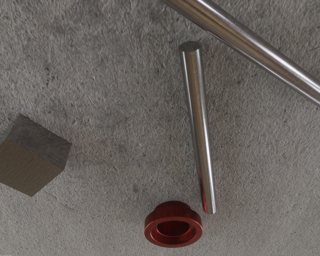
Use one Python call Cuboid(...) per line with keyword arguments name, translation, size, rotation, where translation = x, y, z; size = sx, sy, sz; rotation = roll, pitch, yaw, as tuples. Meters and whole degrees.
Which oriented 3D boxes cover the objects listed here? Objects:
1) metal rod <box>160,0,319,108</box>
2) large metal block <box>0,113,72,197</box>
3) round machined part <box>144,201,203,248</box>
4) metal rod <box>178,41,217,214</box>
Cuboid(name="metal rod", translation=(0.093, -0.084, 0.316), size=(0.302, 0.025, 0.025), rotation=(24, 126, -27))
Cuboid(name="large metal block", translation=(-0.182, 0.039, 0.422), size=(0.080, 0.050, 0.080), rotation=(37, 121, -28))
Cuboid(name="round machined part", translation=(0.023, 0.163, 0.536), size=(0.099, 0.042, 0.097), rotation=(-1, 130, 0))
Cuboid(name="metal rod", translation=(0.058, 0.024, 0.428), size=(0.025, 0.025, 0.298), rotation=(-8, 130, 6))
